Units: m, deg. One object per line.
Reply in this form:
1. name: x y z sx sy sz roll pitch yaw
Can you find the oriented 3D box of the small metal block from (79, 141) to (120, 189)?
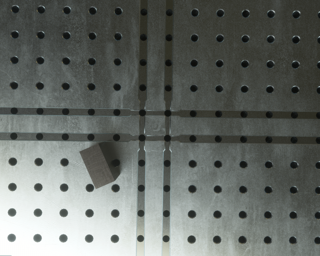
1. small metal block: -0.076 0.046 0.400 0.025 0.050 0.050 -24 90 0
